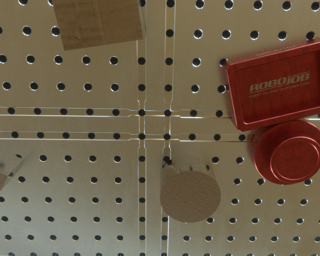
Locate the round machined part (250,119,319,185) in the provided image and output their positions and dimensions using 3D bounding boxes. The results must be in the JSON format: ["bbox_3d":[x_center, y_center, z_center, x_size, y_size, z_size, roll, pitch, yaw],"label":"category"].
[{"bbox_3d":[0.177,0.035,0.420,0.099,0.042,0.097,0,110,-1],"label":"round machined part"}]

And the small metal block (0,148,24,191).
[{"bbox_3d":[-0.222,0.051,0.416,0.050,0.050,0.025,28,108,-10],"label":"small metal block"}]

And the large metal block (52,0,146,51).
[{"bbox_3d":[-0.060,-0.120,0.339,0.080,0.080,0.050,-8,110,2],"label":"large metal block"}]

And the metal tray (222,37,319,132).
[{"bbox_3d":[0.152,-0.054,0.392,0.131,0.030,0.089,-14,110,4],"label":"metal tray"}]

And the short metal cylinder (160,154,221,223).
[{"bbox_3d":[0.040,0.083,0.432,0.081,0.050,0.079,0,110,-1],"label":"short metal cylinder"}]
